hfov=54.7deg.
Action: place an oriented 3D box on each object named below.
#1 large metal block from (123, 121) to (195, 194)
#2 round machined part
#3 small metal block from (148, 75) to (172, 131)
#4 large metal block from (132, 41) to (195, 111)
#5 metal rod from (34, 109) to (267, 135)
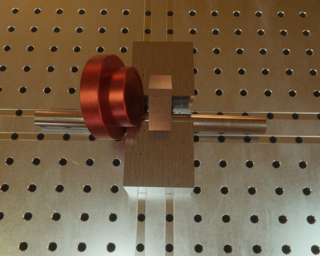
[{"bbox_3d":[0.000,0.037,0.385,0.081,0.050,0.080,1,70,0],"label":"large metal block"},{"bbox_3d":[-0.048,-0.035,0.355,0.042,0.098,0.098,-1,69,15],"label":"round machined part"},{"bbox_3d":[0.000,-0.031,0.363,0.025,0.050,0.050,1,26,0],"label":"small metal block"},{"bbox_3d":[0.004,-0.070,0.424,0.081,0.050,0.080,1,70,0],"label":"large metal block"},{"bbox_3d":[-0.012,-0.008,0.414,0.302,0.025,0.025,2,70,0],"label":"metal rod"}]
